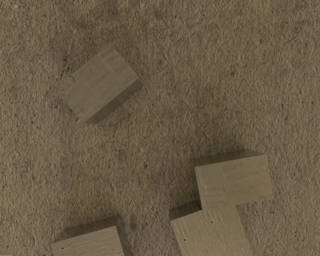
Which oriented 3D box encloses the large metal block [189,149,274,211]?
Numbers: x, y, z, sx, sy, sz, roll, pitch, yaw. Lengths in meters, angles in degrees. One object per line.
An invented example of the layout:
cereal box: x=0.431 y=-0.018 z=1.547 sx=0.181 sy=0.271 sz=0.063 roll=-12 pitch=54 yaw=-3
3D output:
large metal block: x=0.082 y=0.060 z=0.383 sx=0.080 sy=0.080 sz=0.050 roll=-10 pitch=90 yaw=0

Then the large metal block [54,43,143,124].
large metal block: x=-0.070 y=-0.050 z=0.382 sx=0.080 sy=0.080 sz=0.050 roll=-39 pitch=90 yaw=0

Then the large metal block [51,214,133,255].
large metal block: x=-0.081 y=0.166 z=0.397 sx=0.080 sy=0.050 sz=0.080 roll=-16 pitch=90 yaw=0

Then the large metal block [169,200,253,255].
large metal block: x=0.064 y=0.136 z=0.398 sx=0.080 sy=0.050 sz=0.080 roll=-20 pitch=90 yaw=0
